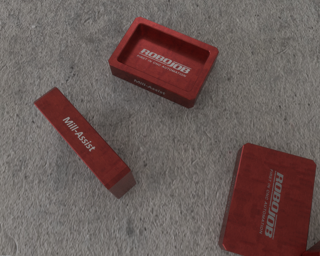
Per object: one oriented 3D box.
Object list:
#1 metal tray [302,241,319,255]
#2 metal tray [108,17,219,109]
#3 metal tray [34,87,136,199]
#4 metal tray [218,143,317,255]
[{"bbox_3d":[0.231,0.147,0.336,0.131,0.030,0.090,-23,71,-24],"label":"metal tray"},{"bbox_3d":[0.005,-0.094,0.439,0.130,0.030,0.090,25,72,8],"label":"metal tray"},{"bbox_3d":[-0.084,0.021,0.365,0.030,0.090,0.130,-41,75,-13],"label":"metal tray"},{"bbox_3d":[0.130,0.092,0.373,0.090,0.030,0.130,15,71,5],"label":"metal tray"}]
